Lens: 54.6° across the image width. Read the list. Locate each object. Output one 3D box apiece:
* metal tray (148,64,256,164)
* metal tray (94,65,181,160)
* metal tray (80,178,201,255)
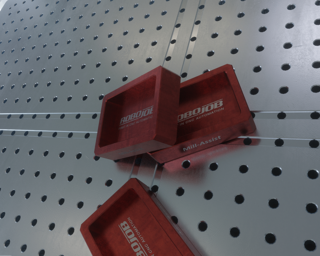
[{"bbox_3d":[0.043,-0.018,0.393,0.130,0.030,0.090,-21,54,16],"label":"metal tray"},{"bbox_3d":[-0.032,-0.013,0.391,0.130,0.030,0.090,-18,60,47],"label":"metal tray"},{"bbox_3d":[-0.023,0.129,0.338,0.090,0.030,0.130,-43,51,-2],"label":"metal tray"}]
